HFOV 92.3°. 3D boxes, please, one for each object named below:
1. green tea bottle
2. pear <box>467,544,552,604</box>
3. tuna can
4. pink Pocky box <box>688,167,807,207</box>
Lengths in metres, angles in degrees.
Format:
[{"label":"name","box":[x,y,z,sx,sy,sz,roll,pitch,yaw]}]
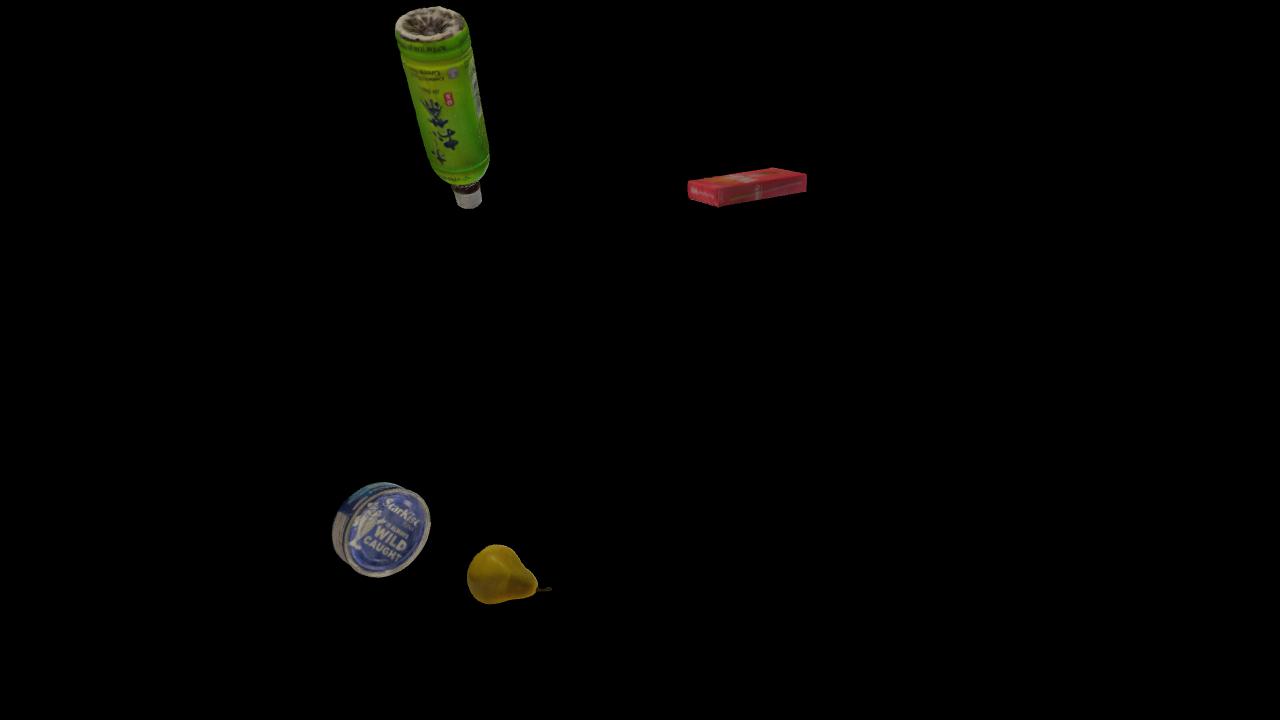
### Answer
[{"label":"green tea bottle","box":[-0.201,-0.255,0.662,0.073,0.073,0.212,0,-37,-1]},{"label":"pear","box":[-0.178,0.303,0.838,0.111,0.080,0.080,22,7,18]},{"label":"tuna can","box":[-0.246,0.160,0.587,0.034,0.084,0.084,8,6,41]},{"label":"pink Pocky box","box":[0.156,-0.253,0.895,0.155,0.029,0.084,-15,28,-21]}]
